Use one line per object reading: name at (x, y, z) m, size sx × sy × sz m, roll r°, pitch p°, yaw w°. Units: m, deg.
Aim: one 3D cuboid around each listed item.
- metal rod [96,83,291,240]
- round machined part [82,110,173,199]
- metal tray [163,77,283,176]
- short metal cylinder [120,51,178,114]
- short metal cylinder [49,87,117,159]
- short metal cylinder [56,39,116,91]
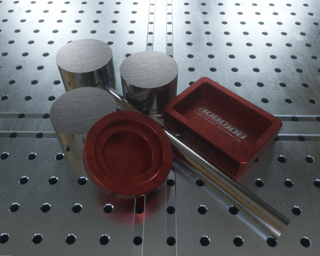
metal rod at (0.020, 0.025, 0.387) m, size 0.300 × 0.025 × 0.025 m, roll 37°, pitch 59°, yaw 27°
round machined part at (-0.038, 0.032, 0.355) m, size 0.099 × 0.042 × 0.098 m, roll 8°, pitch 64°, yaw -16°
metal tray at (0.080, -0.008, 0.410) m, size 0.130 × 0.030 × 0.090 m, roll 36°, pitch 59°, yaw 26°
short metal cylinder at (-0.015, -0.066, 0.446) m, size 0.080 × 0.050 × 0.080 m, roll 0°, pitch 50°, yaw 0°
short metal cylinder at (-0.093, -0.007, 0.396) m, size 0.080 × 0.050 × 0.080 m, roll 0°, pitch 50°, yaw 0°
short metal cylinder at (-0.109, -0.090, 0.466) m, size 0.080 × 0.050 × 0.080 m, roll 0°, pitch 50°, yaw 0°
